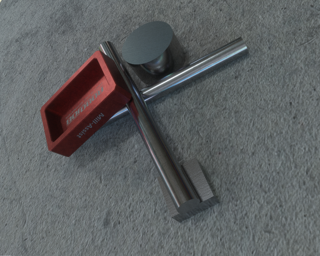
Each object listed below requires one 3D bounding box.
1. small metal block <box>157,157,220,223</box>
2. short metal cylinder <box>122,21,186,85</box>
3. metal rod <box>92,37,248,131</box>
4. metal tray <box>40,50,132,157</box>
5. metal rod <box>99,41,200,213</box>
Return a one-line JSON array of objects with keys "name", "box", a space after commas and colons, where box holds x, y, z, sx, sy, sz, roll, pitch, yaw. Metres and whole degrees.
[{"name": "small metal block", "box": [0.031, 0.069, 0.345, 0.050, 0.025, 0.050, -29, 52, 9]}, {"name": "short metal cylinder", "box": [-0.009, -0.111, 0.459, 0.080, 0.050, 0.080, -13, 56, 20]}, {"name": "metal rod", "box": [-0.020, -0.045, 0.442, 0.301, 0.025, 0.025, -26, 53, 11]}, {"name": "metal tray", "box": [-0.106, -0.034, 0.427, 0.130, 0.030, 0.090, -41, 50, 15]}, {"name": "metal rod", "box": [-0.028, -0.025, 0.402, 0.025, 0.025, 0.300, -34, 52, 6]}]
